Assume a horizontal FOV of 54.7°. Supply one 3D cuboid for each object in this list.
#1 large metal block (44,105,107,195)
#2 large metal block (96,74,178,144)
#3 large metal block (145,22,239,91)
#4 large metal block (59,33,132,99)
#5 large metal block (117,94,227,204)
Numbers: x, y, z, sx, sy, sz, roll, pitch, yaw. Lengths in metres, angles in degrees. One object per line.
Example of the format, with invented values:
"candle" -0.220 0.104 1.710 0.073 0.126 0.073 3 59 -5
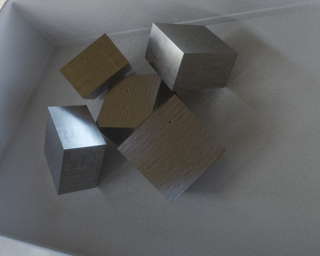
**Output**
"large metal block" -0.114 0.027 0.405 0.080 0.050 0.079 55 138 39
"large metal block" -0.030 -0.024 0.417 0.080 0.050 0.080 1 62 28
"large metal block" 0.038 -0.093 0.398 0.081 0.050 0.080 -7 43 -29
"large metal block" -0.090 -0.087 0.459 0.080 0.080 0.050 -39 94 2
"large metal block" 0.011 0.021 0.341 0.080 0.050 0.080 -43 96 -3
